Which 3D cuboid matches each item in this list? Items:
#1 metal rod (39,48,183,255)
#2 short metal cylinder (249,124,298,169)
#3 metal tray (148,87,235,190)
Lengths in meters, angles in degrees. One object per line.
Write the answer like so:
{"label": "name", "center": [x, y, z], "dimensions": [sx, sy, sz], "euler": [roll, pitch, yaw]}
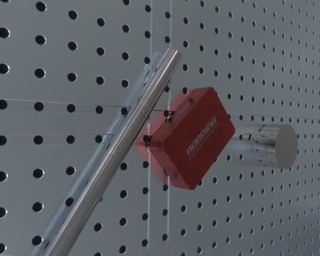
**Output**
{"label": "metal rod", "center": [-0.048, 0.021, 0.369], "dimensions": [0.025, 0.025, 0.300], "euler": [44, 64, -32]}
{"label": "short metal cylinder", "center": [0.210, 0.033, 0.570], "dimensions": [0.081, 0.050, 0.079], "euler": [0, 90, -40]}
{"label": "metal tray", "center": [0.051, 0.013, 0.449], "dimensions": [0.131, 0.030, 0.090], "euler": [-48, 119, -29]}
